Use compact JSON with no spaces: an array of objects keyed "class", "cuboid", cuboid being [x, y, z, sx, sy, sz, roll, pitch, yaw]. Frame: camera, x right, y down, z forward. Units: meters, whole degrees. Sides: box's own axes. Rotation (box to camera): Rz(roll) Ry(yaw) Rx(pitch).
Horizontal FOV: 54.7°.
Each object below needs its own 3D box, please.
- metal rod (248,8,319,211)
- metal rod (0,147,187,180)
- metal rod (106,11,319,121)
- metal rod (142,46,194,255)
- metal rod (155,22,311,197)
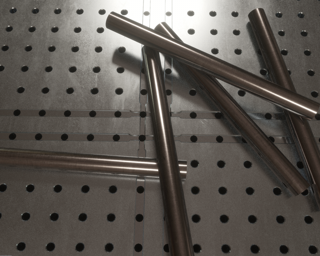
[{"class":"metal rod","cuboid":[0.178,-0.039,0.428,0.025,0.025,0.299,-11,70,-4]},{"class":"metal rod","cuboid":[-0.118,0.043,0.394,0.302,0.025,0.025,4,70,1]},{"class":"metal rod","cuboid":[0.063,-0.087,0.416,0.301,0.025,0.025,26,72,9]},{"class":"metal rod","cuboid":[0.005,0.015,0.383,0.025,0.025,0.299,-7,62,-3]},{"class":"metal rod","cuboid":[0.088,-0.036,0.425,0.025,0.025,0.300,-34,74,-12]}]
